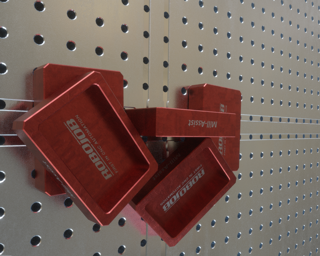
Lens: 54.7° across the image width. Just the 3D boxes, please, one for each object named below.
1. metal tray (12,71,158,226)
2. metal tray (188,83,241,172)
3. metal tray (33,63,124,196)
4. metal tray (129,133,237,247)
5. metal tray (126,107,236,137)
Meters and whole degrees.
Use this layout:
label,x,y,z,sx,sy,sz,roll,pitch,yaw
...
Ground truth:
label,x,y,z,sx,sy,sz,roll,pitch,yaw
metal tray,-0.066,0.021,0.310,0.090,0.030,0.130,-46,118,-31
metal tray,0.085,0.002,0.479,0.091,0.030,0.129,4,88,-40
metal tray,-0.085,0.001,0.336,0.091,0.030,0.129,-1,92,-40
metal tray,0.032,0.081,0.411,0.130,0.030,0.090,-42,118,-13
metal tray,0.020,-0.005,0.384,0.131,0.090,0.030,2,89,-40
